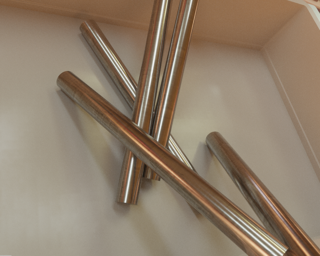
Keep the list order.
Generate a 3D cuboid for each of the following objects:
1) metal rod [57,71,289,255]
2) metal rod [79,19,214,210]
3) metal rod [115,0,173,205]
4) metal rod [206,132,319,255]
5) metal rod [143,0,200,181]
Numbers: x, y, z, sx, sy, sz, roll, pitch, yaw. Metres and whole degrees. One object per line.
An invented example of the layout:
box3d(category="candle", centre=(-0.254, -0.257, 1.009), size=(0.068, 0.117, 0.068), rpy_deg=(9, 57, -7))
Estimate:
box3d(category="metal rod", centre=(-0.013, 0.021, 0.309), size=(0.025, 0.025, 0.300), rpy_deg=(-27, 52, -37))
box3d(category="metal rod", centre=(-0.021, -0.023, 0.409), size=(0.025, 0.025, 0.299), rpy_deg=(-25, 76, -37))
box3d(category="metal rod", centre=(-0.014, -0.058, 0.384), size=(0.025, 0.025, 0.299), rpy_deg=(16, 71, -20))
box3d(category="metal rod", centre=(0.101, 0.073, 0.306), size=(0.025, 0.025, 0.300), rpy_deg=(20, 17, -17))
box3d(category="metal rod", centre=(0.020, -0.083, 0.392), size=(0.025, 0.025, 0.299), rpy_deg=(16, 79, -20))
